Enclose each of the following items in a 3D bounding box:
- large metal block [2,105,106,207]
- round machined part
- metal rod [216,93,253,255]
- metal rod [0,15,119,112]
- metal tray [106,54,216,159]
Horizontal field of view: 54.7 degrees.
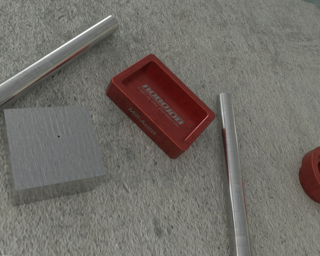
[{"bbox_3d":[-0.110,0.026,0.314,0.081,0.050,0.080,-6,65,-31],"label":"large metal block"},{"bbox_3d":[0.260,0.081,0.487,0.099,0.042,0.098,14,56,-21],"label":"round machined part"},{"bbox_3d":[0.098,0.079,0.410,0.025,0.025,0.299,15,56,-20],"label":"metal rod"},{"bbox_3d":[-0.145,-0.065,0.365,0.025,0.025,0.301,40,51,-1],"label":"metal rod"},{"bbox_3d":[0.003,-0.032,0.423,0.130,0.030,0.090,45,51,2],"label":"metal tray"}]
